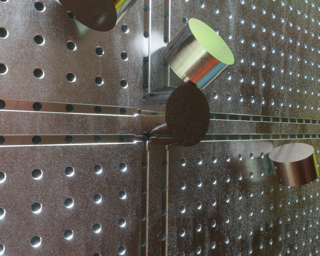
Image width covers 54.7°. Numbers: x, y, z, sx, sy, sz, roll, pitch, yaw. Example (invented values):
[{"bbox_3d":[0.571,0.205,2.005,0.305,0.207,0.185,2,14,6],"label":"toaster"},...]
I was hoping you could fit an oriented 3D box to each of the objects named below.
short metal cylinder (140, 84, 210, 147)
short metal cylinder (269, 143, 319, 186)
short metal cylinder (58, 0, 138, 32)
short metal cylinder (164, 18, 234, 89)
[{"bbox_3d":[0.021,-0.016,0.413,0.081,0.050,0.079,0,91,-40],"label":"short metal cylinder"},{"bbox_3d":[0.254,0.068,0.591,0.081,0.080,0.050,-30,109,-36],"label":"short metal cylinder"},{"bbox_3d":[-0.065,-0.148,0.320,0.080,0.080,0.050,47,62,-30],"label":"short metal cylinder"},{"bbox_3d":[0.052,-0.099,0.415,0.080,0.050,0.080,28,39,-26],"label":"short metal cylinder"}]
